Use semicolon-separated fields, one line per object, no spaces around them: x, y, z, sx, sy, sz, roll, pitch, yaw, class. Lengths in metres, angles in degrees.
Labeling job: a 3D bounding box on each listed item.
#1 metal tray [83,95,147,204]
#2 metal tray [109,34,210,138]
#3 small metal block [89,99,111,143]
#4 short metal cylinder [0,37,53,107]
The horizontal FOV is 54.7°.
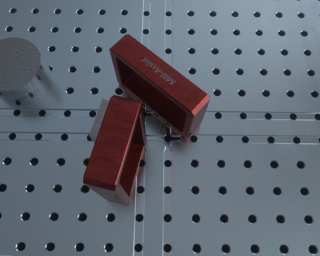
-0.043;0.032;0.344;0.030;0.130;0.090;14;71;5;metal tray
-0.002;-0.050;0.395;0.130;0.090;0.030;40;75;13;metal tray
-0.066;-0.002;0.399;0.025;0.050;0.050;14;71;5;small metal block
-0.195;-0.075;0.424;0.081;0.050;0.080;0;70;0;short metal cylinder
